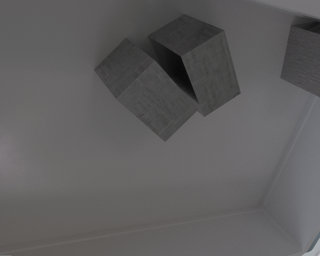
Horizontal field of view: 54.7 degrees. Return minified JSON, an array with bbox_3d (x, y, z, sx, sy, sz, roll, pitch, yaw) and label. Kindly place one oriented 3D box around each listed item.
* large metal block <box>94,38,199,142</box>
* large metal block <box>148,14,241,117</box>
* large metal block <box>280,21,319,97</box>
[{"bbox_3d":[-0.016,-0.042,0.338,0.050,0.080,0.080,-45,129,3],"label":"large metal block"},{"bbox_3d":[0.038,-0.072,0.349,0.050,0.080,0.080,-33,129,-7],"label":"large metal block"},{"bbox_3d":[0.225,-0.098,0.435,0.050,0.080,0.079,-15,125,-20],"label":"large metal block"}]
